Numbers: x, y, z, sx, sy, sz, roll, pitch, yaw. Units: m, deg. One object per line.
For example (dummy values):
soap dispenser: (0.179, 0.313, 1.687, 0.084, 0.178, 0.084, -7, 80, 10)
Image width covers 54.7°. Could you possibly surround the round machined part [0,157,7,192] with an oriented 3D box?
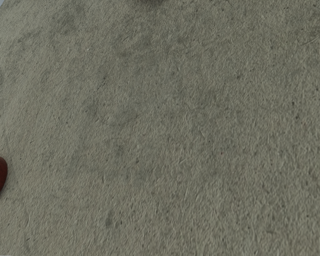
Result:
round machined part: (-0.302, 0.082, 0.501, 0.098, 0.042, 0.098, -13, 56, 21)
